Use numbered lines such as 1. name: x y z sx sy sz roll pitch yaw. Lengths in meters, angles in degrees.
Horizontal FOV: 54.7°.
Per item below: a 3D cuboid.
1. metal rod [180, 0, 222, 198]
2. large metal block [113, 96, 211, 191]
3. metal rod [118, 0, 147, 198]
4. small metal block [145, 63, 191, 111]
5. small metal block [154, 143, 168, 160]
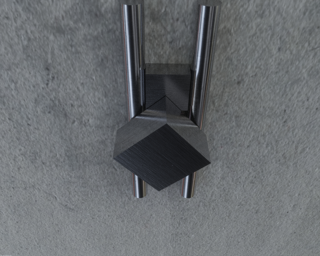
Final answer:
1. metal rod: 0.046 -0.011 0.401 0.025 0.025 0.298 0 130 -1
2. large metal block: 0.003 0.022 0.375 0.080 0.050 0.080 -33 123 25
3. metal rod: -0.030 -0.011 0.400 0.025 0.025 0.298 0 130 -1
4. small metal block: 0.009 -0.048 0.366 0.050 0.025 0.050 0 130 -1
5. small metal block: 0.007 0.040 0.441 0.050 0.025 0.050 0 130 -1
